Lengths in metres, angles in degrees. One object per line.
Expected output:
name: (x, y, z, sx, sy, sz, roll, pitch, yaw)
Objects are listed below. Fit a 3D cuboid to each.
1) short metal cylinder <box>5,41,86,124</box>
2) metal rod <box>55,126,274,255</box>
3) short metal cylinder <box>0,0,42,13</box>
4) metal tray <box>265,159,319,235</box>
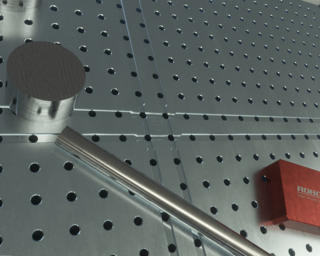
short metal cylinder: (-0.131, -0.051, 0.353, 0.081, 0.050, 0.080, 14, 56, -21)
metal rod: (0.015, 0.090, 0.361, 0.301, 0.025, 0.025, 33, 51, -6)
short metal cylinder: (-0.195, -0.201, 0.410, 0.081, 0.050, 0.080, 14, 56, -21)
metal tray: (0.222, 0.106, 0.459, 0.131, 0.030, 0.090, 17, 55, -18)
